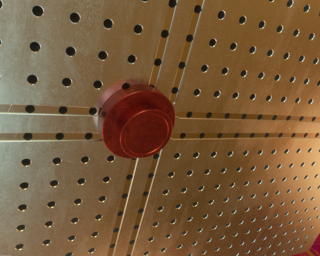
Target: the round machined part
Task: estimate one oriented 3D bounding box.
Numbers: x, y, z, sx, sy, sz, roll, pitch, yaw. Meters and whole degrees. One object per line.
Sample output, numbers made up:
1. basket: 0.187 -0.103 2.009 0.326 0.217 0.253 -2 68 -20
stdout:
1. round machined part: -0.024 -0.002 0.388 0.099 0.042 0.097 -14 125 -21
